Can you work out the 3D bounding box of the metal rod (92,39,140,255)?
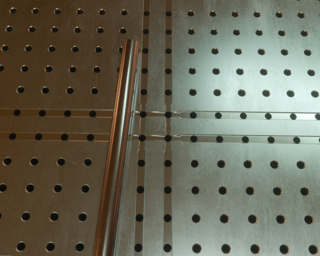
[{"bbox_3d":[-0.054,0.017,0.404,0.025,0.025,0.299,5,70,1],"label":"metal rod"}]
